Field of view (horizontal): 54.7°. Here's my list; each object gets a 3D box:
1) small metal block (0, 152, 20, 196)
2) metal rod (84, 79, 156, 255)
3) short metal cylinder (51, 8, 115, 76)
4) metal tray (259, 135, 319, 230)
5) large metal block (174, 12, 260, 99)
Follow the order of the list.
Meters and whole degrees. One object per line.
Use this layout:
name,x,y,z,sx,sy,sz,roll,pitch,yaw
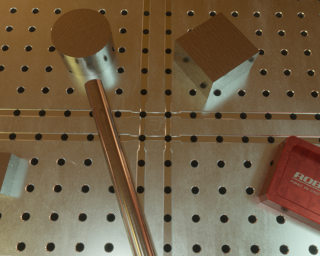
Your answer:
small metal block,-0.212,0.056,0.389,0.050,0.025,0.050,6,70,2
metal rod,-0.045,0.072,0.384,0.025,0.025,0.299,-18,71,-7
short metal cylinder,-0.107,-0.121,0.441,0.081,0.050,0.080,0,70,0
metal tray,0.202,0.077,0.383,0.130,0.030,0.090,25,72,8
large metal block,0.077,-0.102,0.437,0.080,0.050,0.080,-35,74,-12
